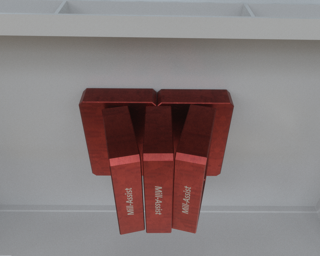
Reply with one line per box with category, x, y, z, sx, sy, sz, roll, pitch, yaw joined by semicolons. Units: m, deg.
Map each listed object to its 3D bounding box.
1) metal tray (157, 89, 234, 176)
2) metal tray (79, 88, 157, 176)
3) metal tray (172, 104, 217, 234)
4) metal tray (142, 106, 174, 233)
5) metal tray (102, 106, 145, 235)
metal tray;0.041;0.010;0.413;0.091;0.030;0.129;0;130;-1
metal tray;-0.050;0.010;0.410;0.091;0.030;0.129;0;130;-1
metal tray;0.039;0.049;0.364;0.030;0.090;0.129;9;131;11
metal tray;-0.002;0.050;0.366;0.030;0.090;0.129;0;128;0
metal tray;-0.042;0.051;0.364;0.030;0.090;0.129;-8;131;-10
